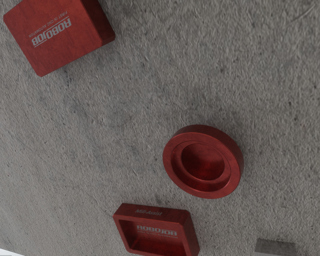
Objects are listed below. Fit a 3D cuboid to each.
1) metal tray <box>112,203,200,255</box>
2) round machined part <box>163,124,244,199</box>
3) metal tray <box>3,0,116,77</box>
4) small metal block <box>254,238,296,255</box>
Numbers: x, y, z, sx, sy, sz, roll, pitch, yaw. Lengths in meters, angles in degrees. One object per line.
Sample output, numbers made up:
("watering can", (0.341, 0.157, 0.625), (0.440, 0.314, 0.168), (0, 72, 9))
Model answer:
("metal tray", (-0.007, 0.174, 0.514), (0.130, 0.030, 0.089), (-2, 118, 29))
("round machined part", (0.056, 0.038, 0.390), (0.098, 0.042, 0.097), (13, 124, 21))
("metal tray", (-0.130, -0.128, 0.393), (0.130, 0.030, 0.090), (-15, 111, 34))
("small metal block", (0.164, 0.186, 0.435), (0.050, 0.025, 0.050), (-3, 117, 29))
